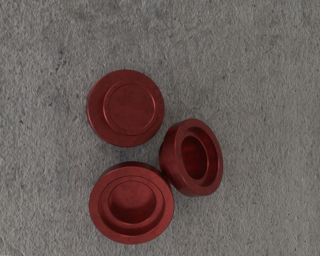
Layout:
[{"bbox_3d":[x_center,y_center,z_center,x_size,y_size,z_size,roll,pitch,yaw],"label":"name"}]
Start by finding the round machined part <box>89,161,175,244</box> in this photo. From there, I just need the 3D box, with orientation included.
[{"bbox_3d":[-0.033,0.086,0.377,0.099,0.042,0.097,-1,102,-2],"label":"round machined part"}]

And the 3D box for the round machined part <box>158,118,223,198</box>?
[{"bbox_3d":[0.036,0.040,0.399,0.099,0.042,0.098,20,62,-42],"label":"round machined part"}]

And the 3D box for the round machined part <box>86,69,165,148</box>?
[{"bbox_3d":[-0.040,-0.024,0.385,0.099,0.042,0.097,0,90,-20],"label":"round machined part"}]
